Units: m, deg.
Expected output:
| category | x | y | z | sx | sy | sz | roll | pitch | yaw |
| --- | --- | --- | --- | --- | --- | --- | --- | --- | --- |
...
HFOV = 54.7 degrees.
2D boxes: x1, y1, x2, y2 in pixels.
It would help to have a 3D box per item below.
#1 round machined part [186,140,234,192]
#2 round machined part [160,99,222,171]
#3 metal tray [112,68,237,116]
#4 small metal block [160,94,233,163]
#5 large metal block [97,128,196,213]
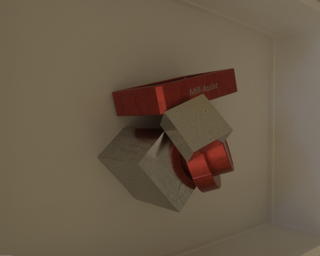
| category | x | y | z | sx | sy | sz | roll | pitch | yaw |
| --- | --- | --- | --- | --- | --- | --- | --- | --- | --- |
| round machined part | 0.058 | 0.024 | 0.369 | 0.098 | 0.042 | 0.097 | -19 | 90 | -76 |
| round machined part | 0.038 | 0.009 | 0.430 | 0.099 | 0.042 | 0.097 | 0 | 90 | -40 |
| metal tray | 0.020 | -0.045 | 0.380 | 0.131 | 0.090 | 0.030 | -19 | 103 | -39 |
| small metal block | 0.036 | -0.001 | 0.317 | 0.050 | 0.025 | 0.050 | -27 | 69 | -24 |
| large metal block | -0.012 | 0.046 | 0.361 | 0.050 | 0.080 | 0.080 | -52 | 121 | -28 |
